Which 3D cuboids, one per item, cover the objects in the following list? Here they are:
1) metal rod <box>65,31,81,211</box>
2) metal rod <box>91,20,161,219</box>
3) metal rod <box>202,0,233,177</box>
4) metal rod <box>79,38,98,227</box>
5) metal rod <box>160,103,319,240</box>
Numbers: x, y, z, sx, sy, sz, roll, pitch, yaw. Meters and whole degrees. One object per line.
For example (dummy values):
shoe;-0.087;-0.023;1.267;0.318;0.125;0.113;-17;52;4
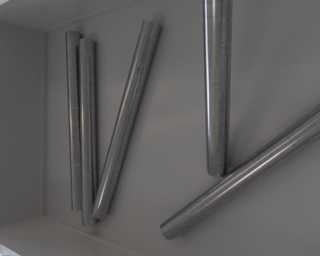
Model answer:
metal rod;-0.142;-0.013;0.524;0.025;0.025;0.298;-4;87;40
metal rod;-0.053;-0.003;0.450;0.025;0.025;0.298;27;107;36
metal rod;0.052;-0.078;0.278;0.025;0.025;0.298;22;131;38
metal rod;-0.116;0.007;0.503;0.025;0.025;0.298;-2;89;40
metal rod;0.101;0.040;0.323;0.299;0.025;0.025;-45;63;30
